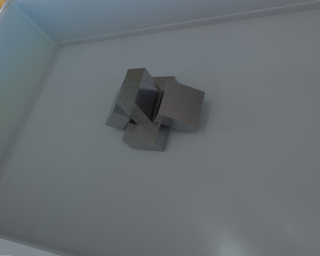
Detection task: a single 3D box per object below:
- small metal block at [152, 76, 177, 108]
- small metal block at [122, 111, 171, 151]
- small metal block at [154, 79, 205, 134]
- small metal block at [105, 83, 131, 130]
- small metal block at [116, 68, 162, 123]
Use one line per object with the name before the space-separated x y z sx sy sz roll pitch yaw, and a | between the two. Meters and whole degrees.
small metal block | -0.004 -0.044 0.431 0.050 0.025 0.050 3 63 29
small metal block | -0.016 0.001 0.411 0.050 0.025 0.050 3 63 29
small metal block | 0.025 -0.027 0.392 0.050 0.025 0.050 19 67 -7
small metal block | -0.052 -0.030 0.432 0.050 0.025 0.050 139 150 -62
small metal block | -0.025 -0.040 0.392 0.025 0.050 0.050 1 62 28
